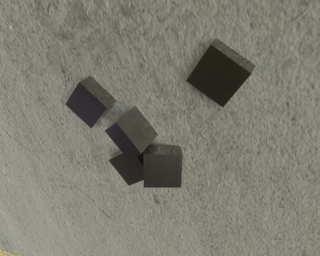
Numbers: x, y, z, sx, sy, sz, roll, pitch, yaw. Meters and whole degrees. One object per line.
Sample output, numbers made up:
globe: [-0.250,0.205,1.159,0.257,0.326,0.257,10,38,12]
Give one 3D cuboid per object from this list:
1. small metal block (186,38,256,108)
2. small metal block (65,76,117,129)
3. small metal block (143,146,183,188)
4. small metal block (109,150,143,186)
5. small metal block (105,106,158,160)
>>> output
small metal block: [0.065,-0.059,0.335,0.050,0.025,0.050,37,129,3]
small metal block: [-0.097,-0.036,0.434,0.050,0.025,0.050,44,129,-3]
small metal block: [0.003,0.052,0.419,0.050,0.025,0.050,0,111,-2]
small metal block: [-0.039,0.052,0.458,0.050,0.025,0.050,-28,104,37]
small metal block: [-0.037,0.006,0.412,0.025,0.050,0.050,-31,101,38]
